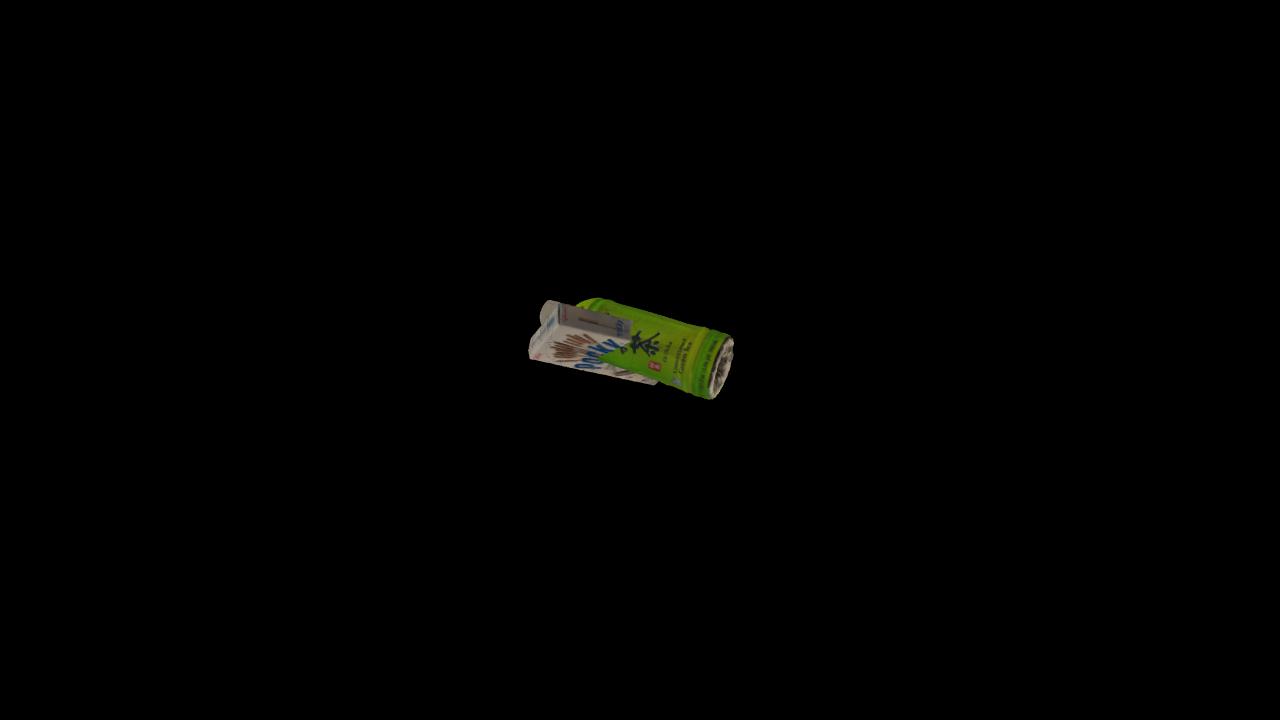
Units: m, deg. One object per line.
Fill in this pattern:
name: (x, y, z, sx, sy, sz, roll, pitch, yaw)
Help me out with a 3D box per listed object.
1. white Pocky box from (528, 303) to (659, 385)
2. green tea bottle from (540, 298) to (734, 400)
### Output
white Pocky box: (-0.030, -0.014, 0.647, 0.154, 0.028, 0.084, 13, -31, -26)
green tea bottle: (-0.010, -0.022, 0.650, 0.212, 0.073, 0.073, 19, 7, 22)
